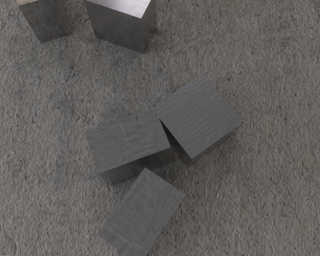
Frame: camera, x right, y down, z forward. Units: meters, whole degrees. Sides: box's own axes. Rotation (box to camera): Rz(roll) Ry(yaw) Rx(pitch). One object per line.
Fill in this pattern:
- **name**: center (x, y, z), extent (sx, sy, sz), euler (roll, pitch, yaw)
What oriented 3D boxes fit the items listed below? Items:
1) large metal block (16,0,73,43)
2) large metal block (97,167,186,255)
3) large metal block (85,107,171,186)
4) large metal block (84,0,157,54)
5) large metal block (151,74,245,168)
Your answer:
- **large metal block**: center (-0.170, -0.184, 0.445), extent (0.050, 0.080, 0.080), euler (-19, 71, -7)
- **large metal block**: center (-0.017, 0.098, 0.343), extent (0.050, 0.080, 0.080), euler (33, 73, 11)
- **large metal block**: center (-0.035, 0.025, 0.369), extent (0.080, 0.080, 0.050), euler (-20, 72, -7)
- **large metal block**: center (-0.051, -0.159, 0.436), extent (0.080, 0.080, 0.050), euler (21, 72, 7)
- **large metal block**: center (0.045, -0.008, 0.398), extent (0.080, 0.050, 0.080), euler (-34, 74, -12)
